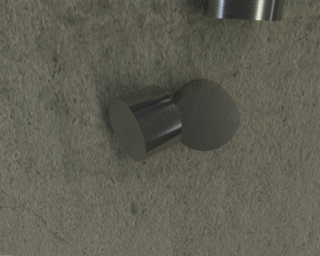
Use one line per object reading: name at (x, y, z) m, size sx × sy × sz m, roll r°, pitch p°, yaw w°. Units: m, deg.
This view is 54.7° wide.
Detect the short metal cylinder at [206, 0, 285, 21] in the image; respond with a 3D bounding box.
short metal cylinder at (0.092, -0.142, 0.329) m, size 0.081 × 0.080 × 0.050 m, roll 2°, pitch 110°, yaw -1°

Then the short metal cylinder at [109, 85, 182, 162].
short metal cylinder at (-0.019, -0.006, 0.370) m, size 0.050 × 0.080 × 0.079 m, roll -25°, pitch 113°, yaw -28°

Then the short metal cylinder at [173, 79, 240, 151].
short metal cylinder at (0.054, -0.018, 0.391) m, size 0.081 × 0.050 × 0.079 m, roll 0°, pitch 110°, yaw -1°
